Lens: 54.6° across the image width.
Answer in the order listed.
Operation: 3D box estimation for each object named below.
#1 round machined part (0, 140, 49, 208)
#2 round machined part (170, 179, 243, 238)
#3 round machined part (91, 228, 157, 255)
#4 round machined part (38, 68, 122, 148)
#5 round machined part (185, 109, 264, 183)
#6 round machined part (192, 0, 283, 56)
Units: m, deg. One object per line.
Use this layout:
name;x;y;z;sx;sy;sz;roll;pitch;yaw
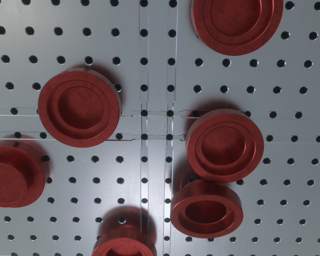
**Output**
round machined part;-0.209;0.070;0.428;0.099;0.042;0.097;0;110;0
round machined part;0.064;0.109;0.435;0.098;0.042;0.097;2;128;2
round machined part;-0.054;0.194;0.475;0.099;0.042;0.097;0;110;0
round machined part;-0.098;-0.028;0.393;0.099;0.042;0.097;0;110;0
round machined part;0.083;0.021;0.412;0.099;0.042;0.097;0;110;0
round machined part;0.085;-0.135;0.355;0.099;0.042;0.097;0;110;0
